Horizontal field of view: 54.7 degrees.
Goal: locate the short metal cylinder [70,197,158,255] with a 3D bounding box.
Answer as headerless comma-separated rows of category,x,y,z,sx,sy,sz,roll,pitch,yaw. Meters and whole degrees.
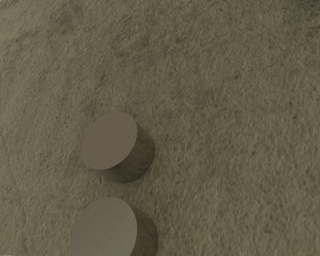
short metal cylinder,-0.049,0.122,0.338,0.080,0.050,0.080,-13,56,20

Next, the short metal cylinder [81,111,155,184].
short metal cylinder,-0.053,0.025,0.399,0.080,0.050,0.080,-13,56,20
